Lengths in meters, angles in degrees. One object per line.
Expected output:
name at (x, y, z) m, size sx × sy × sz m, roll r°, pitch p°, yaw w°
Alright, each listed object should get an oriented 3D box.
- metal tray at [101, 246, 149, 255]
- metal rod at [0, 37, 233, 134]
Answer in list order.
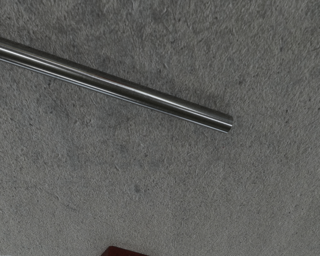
metal tray at (-0.066, 0.299, 0.657) m, size 0.131 × 0.030 × 0.089 m, roll 23°, pitch 126°, yaw -19°
metal rod at (-0.051, -0.048, 0.365) m, size 0.302 × 0.025 × 0.025 m, roll 17°, pitch 128°, yaw -15°
